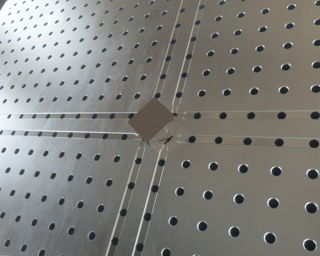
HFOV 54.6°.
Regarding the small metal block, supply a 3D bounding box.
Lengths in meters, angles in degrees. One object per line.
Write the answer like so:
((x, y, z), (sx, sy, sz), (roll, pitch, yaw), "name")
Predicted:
((-0.007, -0.006, 0.417), (0.050, 0.025, 0.050), (-44, 51, -2), "small metal block")
